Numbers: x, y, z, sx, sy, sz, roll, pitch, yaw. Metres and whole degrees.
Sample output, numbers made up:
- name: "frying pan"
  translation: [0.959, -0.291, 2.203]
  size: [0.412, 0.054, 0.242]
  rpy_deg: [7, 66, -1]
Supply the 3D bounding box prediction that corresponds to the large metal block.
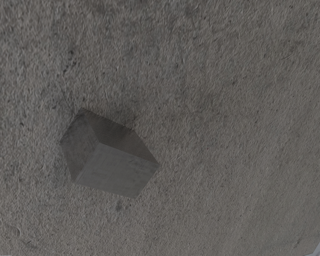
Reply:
- name: "large metal block"
  translation: [-0.059, 0.029, 0.356]
  size: [0.080, 0.080, 0.050]
  rpy_deg: [26, 104, -37]
